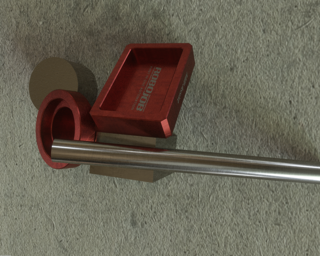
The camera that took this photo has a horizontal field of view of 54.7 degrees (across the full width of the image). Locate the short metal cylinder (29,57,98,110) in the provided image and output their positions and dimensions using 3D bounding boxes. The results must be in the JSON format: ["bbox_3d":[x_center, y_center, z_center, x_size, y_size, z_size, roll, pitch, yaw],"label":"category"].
[{"bbox_3d":[-0.137,-0.057,0.444,0.080,0.050,0.079,0,90,19],"label":"short metal cylinder"}]

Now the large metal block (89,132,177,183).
[{"bbox_3d":[-0.030,0.032,0.390,0.080,0.080,0.050,5,92,19],"label":"large metal block"}]

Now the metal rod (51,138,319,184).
[{"bbox_3d":[0.041,0.037,0.333,0.302,0.025,0.025,5,92,-5],"label":"metal rod"}]

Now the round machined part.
[{"bbox_3d":[-0.112,0.002,0.393,0.098,0.042,0.097,-1,88,39],"label":"round machined part"}]

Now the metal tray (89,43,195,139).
[{"bbox_3d":[-0.016,-0.051,0.372,0.090,0.030,0.130,5,52,19],"label":"metal tray"}]
